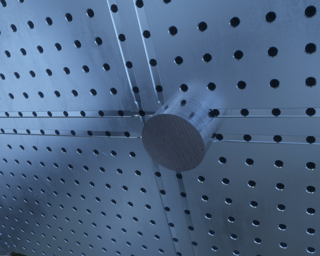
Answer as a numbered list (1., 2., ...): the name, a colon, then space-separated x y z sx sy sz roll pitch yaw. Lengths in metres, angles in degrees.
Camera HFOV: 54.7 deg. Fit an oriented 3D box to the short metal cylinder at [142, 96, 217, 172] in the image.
1. short metal cylinder: 0.025 0.007 0.385 0.080 0.050 0.079 13 124 20
